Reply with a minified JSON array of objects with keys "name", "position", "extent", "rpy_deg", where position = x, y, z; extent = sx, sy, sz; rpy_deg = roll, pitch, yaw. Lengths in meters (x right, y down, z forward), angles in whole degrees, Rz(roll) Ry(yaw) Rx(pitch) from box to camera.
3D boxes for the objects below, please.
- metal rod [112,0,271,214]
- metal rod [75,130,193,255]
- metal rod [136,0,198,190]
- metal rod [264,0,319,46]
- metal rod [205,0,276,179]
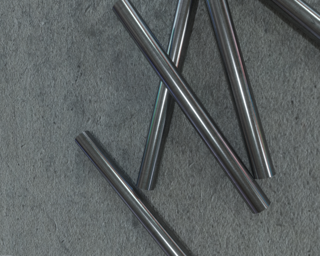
[{"name":"metal rod","position":[0.036,-0.029,0.375],"extent":[0.025,0.025,0.299],"rpy_deg":[-35,87,16]},{"name":"metal rod","position":[-0.015,0.120,0.414],"extent":[0.025,0.025,0.300],"rpy_deg":[-46,76,14]},{"name":"metal rod","position":[0.013,-0.066,0.404],"extent":[0.025,0.025,0.298],"rpy_deg":[14,95,19]},{"name":"metal rod","position":[0.118,-0.174,0.366],"extent":[0.300,0.025,0.025],"rpy_deg":[47,104,14]},{"name":"metal rod","position":[0.084,-0.087,0.366],"extent":[0.025,0.025,0.298],"rpy_deg":[-15,90,19]}]
